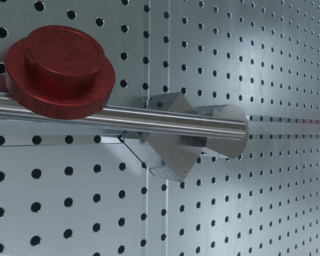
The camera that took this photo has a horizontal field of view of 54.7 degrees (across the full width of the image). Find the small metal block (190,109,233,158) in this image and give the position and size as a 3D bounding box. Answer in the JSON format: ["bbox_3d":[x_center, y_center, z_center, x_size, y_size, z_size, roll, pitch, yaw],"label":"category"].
[{"bbox_3d":[0.071,0.007,0.403,0.050,0.025,0.050,24,75,-38],"label":"small metal block"}]

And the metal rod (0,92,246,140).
[{"bbox_3d":[-0.041,-0.011,0.319,0.302,0.025,0.025,5,87,-23],"label":"metal rod"}]

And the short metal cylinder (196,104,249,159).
[{"bbox_3d":[0.090,0.005,0.471,0.081,0.050,0.079,0,90,-40],"label":"short metal cylinder"}]

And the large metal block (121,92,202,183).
[{"bbox_3d":[0.011,0.011,0.401,0.080,0.050,0.080,52,60,-28],"label":"large metal block"}]

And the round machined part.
[{"bbox_3d":[-0.089,-0.058,0.289,0.099,0.042,0.098,14,48,-15],"label":"round machined part"}]
